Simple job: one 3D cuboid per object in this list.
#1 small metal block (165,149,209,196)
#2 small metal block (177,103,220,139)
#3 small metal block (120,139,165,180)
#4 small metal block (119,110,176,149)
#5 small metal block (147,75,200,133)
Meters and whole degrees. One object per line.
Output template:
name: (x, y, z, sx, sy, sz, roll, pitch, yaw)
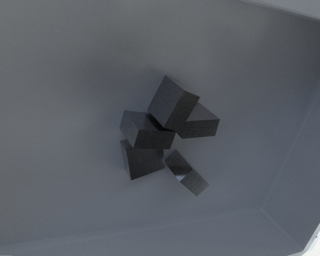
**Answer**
small metal block: (0.039, 0.066, 0.454, 0.025, 0.050, 0.050, -43, 129, 2)
small metal block: (0.041, -0.011, 0.408, 0.050, 0.050, 0.025, -4, 121, -27)
small metal block: (-0.023, 0.037, 0.419, 0.050, 0.025, 0.050, -18, 126, -18)
small metal block: (-0.016, 0.002, 0.385, 0.050, 0.050, 0.025, 4, 117, -30)
small metal block: (0.015, -0.030, 0.382, 0.025, 0.050, 0.050, 18, 109, -35)
